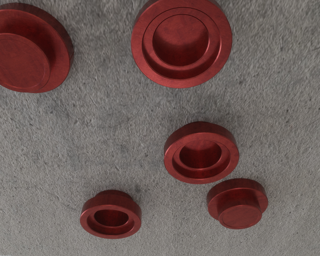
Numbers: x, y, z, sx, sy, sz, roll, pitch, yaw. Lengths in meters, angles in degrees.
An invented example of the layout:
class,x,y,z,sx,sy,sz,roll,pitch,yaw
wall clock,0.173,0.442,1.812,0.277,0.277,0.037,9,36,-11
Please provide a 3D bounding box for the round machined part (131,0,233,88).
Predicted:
class,x,y,z,sx,sy,sz,roll,pitch,yaw
round machined part,0.021,-0.093,0.317,0.099,0.042,0.097,0,130,0

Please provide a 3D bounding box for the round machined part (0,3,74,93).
class,x,y,z,sx,sy,sz,roll,pitch,yaw
round machined part,-0.146,-0.077,0.329,0.099,0.042,0.097,0,130,0

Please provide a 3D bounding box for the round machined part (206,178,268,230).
class,x,y,z,sx,sy,sz,roll,pitch,yaw
round machined part,0.128,0.130,0.508,0.099,0.042,0.097,0,130,0

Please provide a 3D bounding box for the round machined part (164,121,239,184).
class,x,y,z,sx,sy,sz,roll,pitch,yaw
round machined part,0.054,0.029,0.421,0.099,0.042,0.097,0,130,0

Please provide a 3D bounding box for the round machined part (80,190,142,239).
class,x,y,z,sx,sy,sz,roll,pitch,yaw
round machined part,-0.079,0.140,0.514,0.099,0.042,0.097,0,130,0
